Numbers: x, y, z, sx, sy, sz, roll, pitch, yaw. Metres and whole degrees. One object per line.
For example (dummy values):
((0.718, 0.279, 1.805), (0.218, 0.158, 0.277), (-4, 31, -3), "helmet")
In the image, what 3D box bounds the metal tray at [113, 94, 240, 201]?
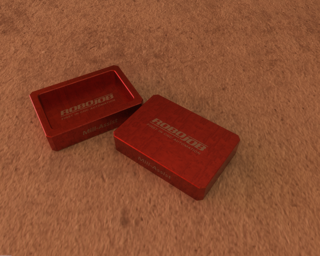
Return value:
((0.020, 0.018, 0.385), (0.130, 0.030, 0.090), (29, 56, 22), "metal tray")

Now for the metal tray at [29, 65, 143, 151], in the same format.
((-0.099, -0.032, 0.425), (0.131, 0.030, 0.090), (-23, 54, -19), "metal tray")
